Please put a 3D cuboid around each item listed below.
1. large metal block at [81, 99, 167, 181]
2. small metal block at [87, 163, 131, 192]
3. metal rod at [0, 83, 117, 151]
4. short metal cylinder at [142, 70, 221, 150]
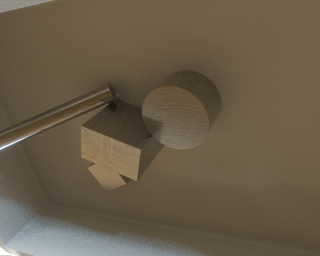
[{"bbox_3d":[-0.044,0.012,0.402,0.080,0.080,0.050,20,126,16],"label":"large metal block"},{"bbox_3d":[-0.078,0.068,0.490,0.050,0.025,0.050,-27,104,37],"label":"small metal block"},{"bbox_3d":[-0.201,0.008,0.433,0.301,0.025,0.025,-22,108,8],"label":"metal rod"},{"bbox_3d":[0.026,-0.022,0.364,0.080,0.050,0.079,13,124,20],"label":"short metal cylinder"}]
